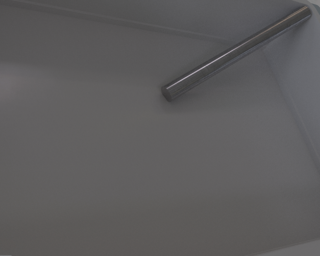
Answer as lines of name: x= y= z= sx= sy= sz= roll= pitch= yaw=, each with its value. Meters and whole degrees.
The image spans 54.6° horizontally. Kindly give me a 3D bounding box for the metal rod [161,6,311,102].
metal rod: x=0.130 y=-0.124 z=0.490 sx=0.302 sy=0.025 sz=0.025 roll=-32 pitch=79 yaw=-19
